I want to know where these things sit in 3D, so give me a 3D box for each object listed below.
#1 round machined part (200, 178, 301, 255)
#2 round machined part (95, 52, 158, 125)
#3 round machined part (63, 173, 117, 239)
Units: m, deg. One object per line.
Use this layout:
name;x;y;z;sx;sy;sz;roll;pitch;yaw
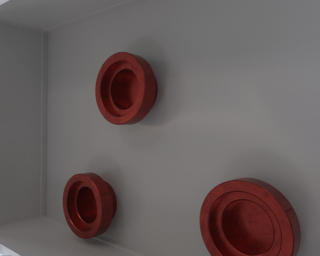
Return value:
round machined part;0.094;0.100;0.318;0.098;0.042;0.097;0;90;40
round machined part;-0.042;-0.053;0.431;0.098;0.042;0.097;0;90;40
round machined part;-0.106;0.118;0.483;0.098;0.042;0.097;0;90;40
